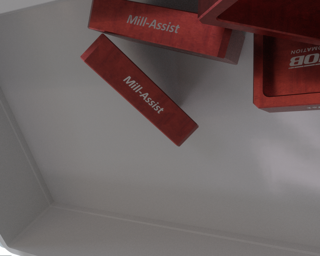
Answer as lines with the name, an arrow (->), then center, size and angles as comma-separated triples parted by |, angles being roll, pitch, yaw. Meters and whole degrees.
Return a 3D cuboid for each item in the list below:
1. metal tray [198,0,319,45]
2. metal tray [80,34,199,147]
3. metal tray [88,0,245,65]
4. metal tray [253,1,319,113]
metal tray -> 0.100, -0.084, 0.188 | 0.090, 0.131, 0.030 | 173, 101, -71
metal tray -> -0.023, -0.043, 0.334 | 0.130, 0.090, 0.030 | 42, 94, -18
metal tray -> 0.010, -0.093, 0.300 | 0.130, 0.090, 0.030 | 17, 103, 18
metal tray -> 0.144, -0.062, 0.249 | 0.130, 0.030, 0.090 | -2, 83, 38
